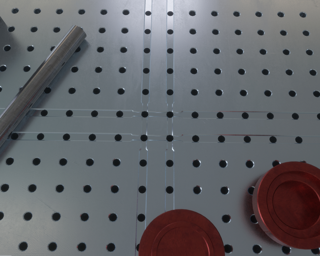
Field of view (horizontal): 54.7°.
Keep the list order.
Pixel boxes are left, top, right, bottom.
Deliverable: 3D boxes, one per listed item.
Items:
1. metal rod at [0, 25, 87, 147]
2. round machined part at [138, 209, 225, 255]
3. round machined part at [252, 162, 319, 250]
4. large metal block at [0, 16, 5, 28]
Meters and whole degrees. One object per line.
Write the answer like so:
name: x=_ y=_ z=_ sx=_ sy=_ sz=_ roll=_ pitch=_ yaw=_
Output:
metal rod: x=-0.195 y=-0.022 z=0.418 sx=0.025 sy=0.025 sz=0.300 roll=28 pitch=72 yaw=9
round machined part: x=0.025 y=0.142 z=0.351 sx=0.099 sy=0.042 sz=0.098 roll=0 pitch=70 yaw=0
round machined part: x=0.159 y=0.092 z=0.370 sx=0.099 sy=0.042 sz=0.098 roll=0 pitch=70 yaw=0
large metal block: x=-0.285 y=-0.159 z=0.438 sx=0.050 sy=0.080 sz=0.080 roll=33 pitch=73 yaw=11
